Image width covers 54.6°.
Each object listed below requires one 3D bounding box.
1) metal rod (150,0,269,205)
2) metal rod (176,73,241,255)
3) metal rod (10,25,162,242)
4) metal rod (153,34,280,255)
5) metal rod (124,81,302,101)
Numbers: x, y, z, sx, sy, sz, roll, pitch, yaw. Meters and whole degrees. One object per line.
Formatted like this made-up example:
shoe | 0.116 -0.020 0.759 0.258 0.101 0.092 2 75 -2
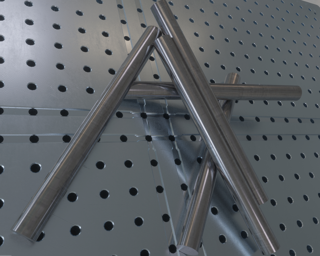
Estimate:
metal rod | 0.064 -0.036 0.417 0.025 0.025 0.299 -23 84 -36
metal rod | 0.077 0.025 0.433 0.025 0.025 0.301 30 52 -9
metal rod | -0.066 -0.018 0.358 0.025 0.025 0.300 32 59 -8
metal rod | 0.069 0.017 0.395 0.025 0.025 0.299 -23 84 -36
metal rod | 0.080 -0.054 0.456 0.302 0.025 0.025 -1 62 -20
